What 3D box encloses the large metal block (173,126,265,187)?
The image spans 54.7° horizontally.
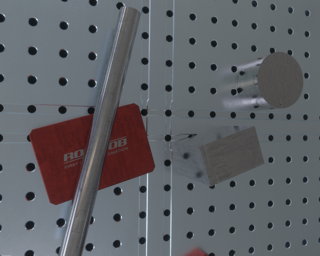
[{"bbox_3d":[0.075,0.033,0.411,0.081,0.080,0.050,-19,97,-19],"label":"large metal block"}]

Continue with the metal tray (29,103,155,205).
[{"bbox_3d":[-0.080,0.028,0.380,0.131,0.030,0.089,-17,96,-19],"label":"metal tray"}]

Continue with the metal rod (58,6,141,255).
[{"bbox_3d":[-0.068,0.007,0.354,0.025,0.025,0.299,15,85,-20],"label":"metal rod"}]

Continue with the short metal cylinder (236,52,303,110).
[{"bbox_3d":[0.162,-0.067,0.459,0.081,0.050,0.079,0,90,-20],"label":"short metal cylinder"}]
